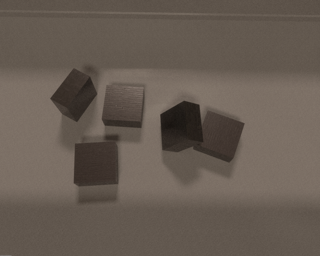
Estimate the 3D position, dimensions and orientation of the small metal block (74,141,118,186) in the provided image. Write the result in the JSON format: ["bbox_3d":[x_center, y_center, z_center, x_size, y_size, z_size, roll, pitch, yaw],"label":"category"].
[{"bbox_3d":[-0.080,0.046,0.392,0.050,0.025,0.050,-3,70,-2],"label":"small metal block"}]

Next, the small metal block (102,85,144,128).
[{"bbox_3d":[-0.049,-0.029,0.420,0.050,0.025,0.050,4,70,1],"label":"small metal block"}]

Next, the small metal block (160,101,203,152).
[{"bbox_3d":[0.026,0.000,0.394,0.025,0.050,0.050,11,66,-34],"label":"small metal block"}]

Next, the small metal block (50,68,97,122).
[{"bbox_3d":[-0.112,-0.042,0.410,0.025,0.050,0.050,28,72,9],"label":"small metal block"}]

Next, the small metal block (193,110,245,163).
[{"bbox_3d":[0.077,0.011,0.407,0.050,0.025,0.050,20,71,7],"label":"small metal block"}]
